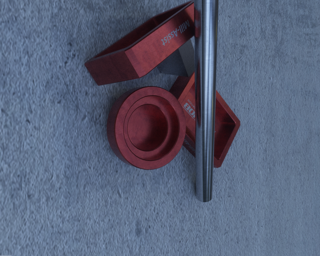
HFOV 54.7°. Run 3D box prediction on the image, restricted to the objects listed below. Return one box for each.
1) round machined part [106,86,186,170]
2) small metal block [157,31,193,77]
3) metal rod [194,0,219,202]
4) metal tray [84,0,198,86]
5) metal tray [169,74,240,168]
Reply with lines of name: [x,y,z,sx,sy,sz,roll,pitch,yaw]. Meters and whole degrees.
round machined part: [-0.020,-0.001,0.376,0.099,0.042,0.097,-3,95,-34]
small metal block: [0.017,-0.096,0.399,0.025,0.050,0.050,-49,134,-26]
metal rod: [0.056,-0.021,0.386,0.025,0.025,0.298,-33,132,-35]
metal tray: [-0.012,-0.099,0.354,0.131,0.090,0.030,-45,118,-31]
metal tray: [0.061,-0.013,0.457,0.130,0.030,0.090,45,63,-31]
